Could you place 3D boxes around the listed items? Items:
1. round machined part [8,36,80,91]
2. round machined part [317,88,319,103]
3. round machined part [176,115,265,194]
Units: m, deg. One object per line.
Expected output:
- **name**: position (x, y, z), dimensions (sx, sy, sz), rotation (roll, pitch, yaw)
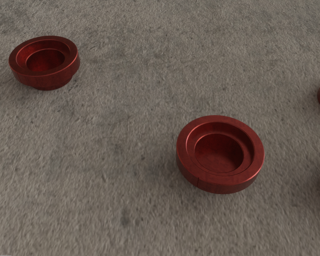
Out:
- **round machined part**: position (-0.171, -0.094, 0.469), dimensions (0.099, 0.042, 0.098), rotation (0, 50, 0)
- **round machined part**: position (0.282, -0.050, 0.438), dimensions (0.099, 0.042, 0.098), rotation (0, 50, 0)
- **round machined part**: position (0.068, 0.035, 0.364), dimensions (0.099, 0.042, 0.098), rotation (0, 50, 0)
